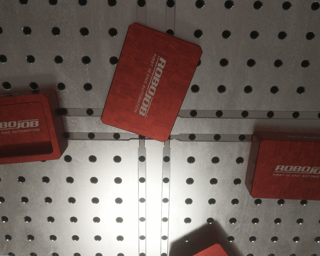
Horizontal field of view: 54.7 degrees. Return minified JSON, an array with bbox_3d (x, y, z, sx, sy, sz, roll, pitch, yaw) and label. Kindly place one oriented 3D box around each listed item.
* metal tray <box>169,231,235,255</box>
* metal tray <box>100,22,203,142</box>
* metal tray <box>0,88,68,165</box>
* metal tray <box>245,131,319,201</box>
[{"bbox_3d":[0.085,0.237,0.500,0.090,0.030,0.130,-32,107,11],"label":"metal tray"},{"bbox_3d":[-0.012,-0.056,0.390,0.091,0.030,0.129,18,109,-7],"label":"metal tray"},{"bbox_3d":[-0.198,0.000,0.407,0.131,0.030,0.089,-5,110,1],"label":"metal tray"},{"bbox_3d":[0.193,0.054,0.434,0.131,0.030,0.089,3,110,-2],"label":"metal tray"}]
